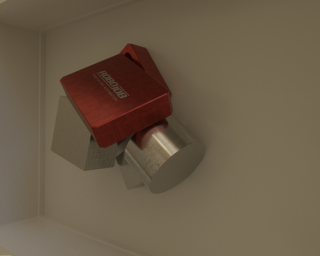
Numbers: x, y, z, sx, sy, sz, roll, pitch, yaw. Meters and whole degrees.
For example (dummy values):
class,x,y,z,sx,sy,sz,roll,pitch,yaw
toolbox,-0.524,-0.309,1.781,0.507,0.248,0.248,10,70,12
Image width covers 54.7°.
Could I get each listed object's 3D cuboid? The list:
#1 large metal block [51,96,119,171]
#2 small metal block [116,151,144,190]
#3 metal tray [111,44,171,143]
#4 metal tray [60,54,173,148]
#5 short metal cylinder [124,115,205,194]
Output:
class,x,y,z,sx,sy,sz,roll,pitch,yaw
large metal block,-0.101,0.005,0.427,0.080,0.050,0.079,21,103,37
small metal block,-0.029,0.051,0.427,0.050,0.025,0.050,-35,68,34
metal tray,-0.053,-0.043,0.443,0.129,0.030,0.090,-41,66,32
metal tray,-0.056,-0.039,0.368,0.130,0.091,0.030,45,156,46
short metal cylinder,0.006,0.031,0.363,0.050,0.081,0.080,47,118,29
